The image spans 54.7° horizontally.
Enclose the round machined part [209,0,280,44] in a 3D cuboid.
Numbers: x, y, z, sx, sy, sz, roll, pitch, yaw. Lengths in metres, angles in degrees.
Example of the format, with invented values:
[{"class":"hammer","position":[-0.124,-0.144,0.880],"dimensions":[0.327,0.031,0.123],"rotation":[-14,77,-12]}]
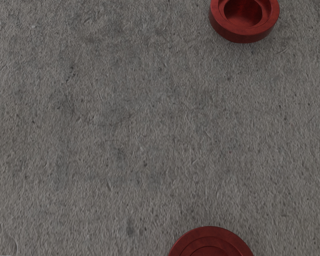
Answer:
[{"class":"round machined part","position":[0.121,-0.166,0.461],"dimensions":[0.099,0.042,0.098],"rotation":[0,70,0]}]

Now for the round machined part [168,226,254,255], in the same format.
[{"class":"round machined part","position":[0.054,0.160,0.341],"dimensions":[0.099,0.042,0.098],"rotation":[0,70,0]}]
